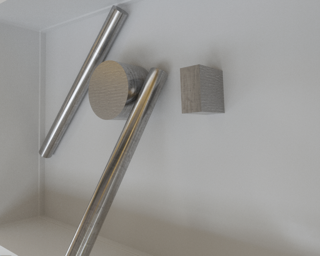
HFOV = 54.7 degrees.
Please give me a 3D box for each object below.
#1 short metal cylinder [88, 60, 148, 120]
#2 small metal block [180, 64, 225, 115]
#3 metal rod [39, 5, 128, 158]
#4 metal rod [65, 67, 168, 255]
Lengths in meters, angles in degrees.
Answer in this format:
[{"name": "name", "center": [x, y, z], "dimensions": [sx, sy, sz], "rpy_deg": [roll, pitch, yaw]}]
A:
[{"name": "short metal cylinder", "center": [-0.055, -0.051, 0.433], "dimensions": [0.080, 0.050, 0.079], "rpy_deg": [0, 90, 39]}, {"name": "small metal block", "center": [0.049, -0.041, 0.349], "dimensions": [0.025, 0.050, 0.050], "rpy_deg": [-4, 88, 40]}, {"name": "metal rod", "center": [-0.136, -0.062, 0.515], "dimensions": [0.025, 0.025, 0.298], "rpy_deg": [50, 119, 28]}, {"name": "metal rod", "center": [-0.058, 0.060, 0.371], "dimensions": [0.025, 0.025, 0.299], "rpy_deg": [11, 71, 39]}]
